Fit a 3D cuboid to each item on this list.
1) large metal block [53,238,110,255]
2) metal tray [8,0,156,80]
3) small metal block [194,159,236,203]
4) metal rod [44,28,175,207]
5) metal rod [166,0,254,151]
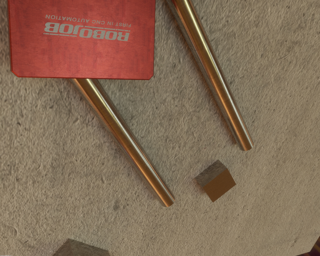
[{"bbox_3d":[-0.125,0.221,0.460,0.080,0.050,0.080,-47,130,5],"label":"large metal block"},{"bbox_3d":[-0.070,-0.092,0.291,0.131,0.030,0.089,-3,101,-27],"label":"metal tray"},{"bbox_3d":[0.093,0.089,0.515,0.050,0.025,0.050,-37,130,-4],"label":"small metal block"},{"bbox_3d":[-0.045,0.012,0.390,0.025,0.025,0.299,-34,129,-6],"label":"metal rod"},{"bbox_3d":[0.072,-0.066,0.406,0.025,0.025,0.300,-38,130,-3],"label":"metal rod"}]
